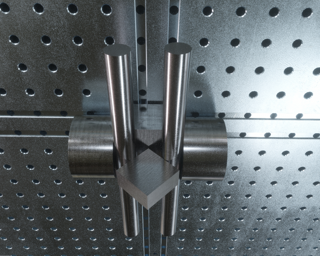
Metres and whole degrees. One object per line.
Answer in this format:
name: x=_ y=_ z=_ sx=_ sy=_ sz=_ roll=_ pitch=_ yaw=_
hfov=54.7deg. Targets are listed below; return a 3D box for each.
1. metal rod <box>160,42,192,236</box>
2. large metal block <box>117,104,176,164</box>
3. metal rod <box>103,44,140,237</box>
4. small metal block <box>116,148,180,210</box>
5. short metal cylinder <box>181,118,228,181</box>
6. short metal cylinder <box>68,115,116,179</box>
metal rod: x=0.014 y=0.041 z=0.377 sx=0.025 sy=0.025 sz=0.298 roll=0 pitch=130 yaw=-1
large metal block: x=-0.014 y=0.016 z=0.404 sx=0.081 sy=0.050 sz=0.079 roll=1 pitch=130 yaw=-1
metal rod: x=-0.041 y=0.042 z=0.377 sx=0.025 sy=0.025 sz=0.298 roll=0 pitch=130 yaw=-1
small metal block: x=-0.014 y=0.057 z=0.357 sx=0.050 sy=0.050 sz=0.025 roll=33 pitch=140 yaw=31
short metal cylinder: x=0.052 y=0.027 z=0.394 sx=0.050 sy=0.080 sz=0.079 roll=1 pitch=130 yaw=0
short metal cylinder: x=-0.080 y=0.023 z=0.390 sx=0.050 sy=0.080 sz=0.079 roll=1 pitch=130 yaw=-1
